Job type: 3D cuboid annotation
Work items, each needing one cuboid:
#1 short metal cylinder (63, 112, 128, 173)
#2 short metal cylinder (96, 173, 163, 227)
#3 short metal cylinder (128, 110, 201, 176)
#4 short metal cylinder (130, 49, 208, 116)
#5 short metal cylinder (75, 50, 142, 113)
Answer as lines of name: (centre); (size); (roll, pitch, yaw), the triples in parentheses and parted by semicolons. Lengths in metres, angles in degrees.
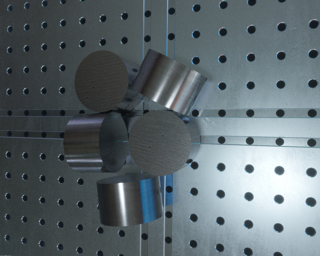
short metal cylinder: (-0.083, 0.019, 0.413); (0.050, 0.080, 0.080); (-2, 89, 19)
short metal cylinder: (-0.038, 0.089, 0.396); (0.080, 0.080, 0.050); (-7, 88, 20)
short metal cylinder: (0.007, 0.018, 0.397); (0.080, 0.050, 0.079); (0, 91, 19)
short metal cylinder: (0.011, -0.056, 0.379); (0.080, 0.080, 0.050); (30, 99, 17)
short metal cylinder: (-0.068, -0.060, 0.423); (0.080, 0.050, 0.079); (0, 90, 21)
